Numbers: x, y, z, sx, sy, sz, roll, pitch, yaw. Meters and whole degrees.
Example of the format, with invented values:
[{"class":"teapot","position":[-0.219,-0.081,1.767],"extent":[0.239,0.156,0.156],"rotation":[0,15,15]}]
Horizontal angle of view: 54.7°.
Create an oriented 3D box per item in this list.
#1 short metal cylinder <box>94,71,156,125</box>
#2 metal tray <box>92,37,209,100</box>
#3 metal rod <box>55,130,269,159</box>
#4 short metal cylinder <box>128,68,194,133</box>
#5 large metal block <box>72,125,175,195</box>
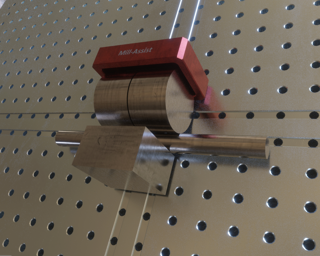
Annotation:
[{"class":"short metal cylinder","position":[-0.042,-0.034,0.412],"extent":[0.050,0.080,0.080],"rotation":[1,62,28]},{"class":"metal tray","position":[-0.012,-0.072,0.412],"extent":[0.130,0.090,0.030],"rotation":[1,63,29]},{"class":"metal rod","position":[-0.018,0.018,0.401],"extent":[0.300,0.025,0.025],"rotation":[1,62,28]},{"class":"short metal cylinder","position":[0.004,-0.034,0.388],"extent":[0.050,0.080,0.080],"rotation":[2,63,29]},{"class":"large metal block","position":[-0.040,0.038,0.365],"extent":[0.080,0.080,0.050],"rotation":[1,62,28]}]
